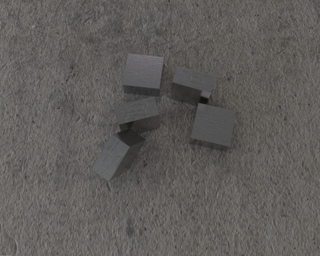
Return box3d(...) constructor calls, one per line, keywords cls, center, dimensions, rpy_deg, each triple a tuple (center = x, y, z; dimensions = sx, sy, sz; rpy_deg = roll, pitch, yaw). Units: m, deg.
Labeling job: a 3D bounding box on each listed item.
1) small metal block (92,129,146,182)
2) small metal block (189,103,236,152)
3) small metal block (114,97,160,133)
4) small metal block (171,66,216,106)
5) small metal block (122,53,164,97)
box3d(cls="small metal block", center=(-0.048, 0.031, 0.373), dimensions=(0.025, 0.050, 0.050), rpy_deg=(35, 106, 11))
box3d(cls="small metal block", center=(0.069, -0.001, 0.409), dimensions=(0.050, 0.025, 0.050), rpy_deg=(13, 70, 4))
box3d(cls="small metal block", center=(-0.028, -0.013, 0.399), dimensions=(0.050, 0.050, 0.025), rpy_deg=(-14, 71, -5))
box3d(cls="small metal block", center=(0.043, -0.053, 0.414), dimensions=(0.050, 0.050, 0.025), rpy_deg=(16, 71, 6))
box3d(cls="small metal block", center=(-0.023, -0.074, 0.435), dimensions=(0.050, 0.025, 0.050), rpy_deg=(7, 70, 2))
